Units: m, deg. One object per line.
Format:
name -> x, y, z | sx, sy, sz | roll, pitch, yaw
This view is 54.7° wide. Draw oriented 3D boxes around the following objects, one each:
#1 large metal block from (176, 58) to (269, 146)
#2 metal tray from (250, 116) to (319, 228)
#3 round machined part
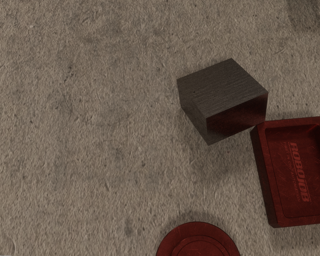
large metal block -> 0.077, -0.035, 0.394 | 0.080, 0.050, 0.080 | -23, 48, -8
metal tray -> 0.173, 0.053, 0.387 | 0.091, 0.030, 0.129 | -5, 70, -2
round machined part -> 0.043, 0.154, 0.343 | 0.099, 0.042, 0.098 | 0, 70, -1
